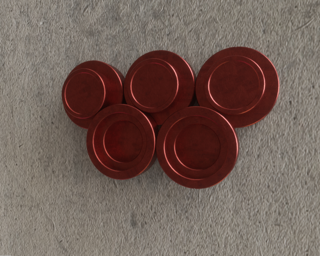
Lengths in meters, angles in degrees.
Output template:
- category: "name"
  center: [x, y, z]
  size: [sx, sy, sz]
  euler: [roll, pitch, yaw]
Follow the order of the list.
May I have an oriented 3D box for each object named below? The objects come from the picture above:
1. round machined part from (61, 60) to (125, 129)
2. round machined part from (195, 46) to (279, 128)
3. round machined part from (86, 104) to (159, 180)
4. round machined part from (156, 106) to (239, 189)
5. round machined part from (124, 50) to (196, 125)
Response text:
- category: "round machined part"
  center: [-0.097, -0.047, 0.434]
  size: [0.098, 0.042, 0.097]
  euler: [0, 90, 19]
- category: "round machined part"
  center: [0.090, -0.049, 0.369]
  size: [0.098, 0.042, 0.097]
  euler: [0, 90, 19]
- category: "round machined part"
  center: [-0.045, 0.018, 0.416]
  size: [0.098, 0.042, 0.097]
  euler: [0, 90, 19]
- category: "round machined part"
  center: [0.048, 0.023, 0.384]
  size: [0.098, 0.042, 0.097]
  euler: [0, 90, 19]
- category: "round machined part"
  center: [-0.003, -0.053, 0.402]
  size: [0.098, 0.042, 0.097]
  euler: [0, 90, 19]
